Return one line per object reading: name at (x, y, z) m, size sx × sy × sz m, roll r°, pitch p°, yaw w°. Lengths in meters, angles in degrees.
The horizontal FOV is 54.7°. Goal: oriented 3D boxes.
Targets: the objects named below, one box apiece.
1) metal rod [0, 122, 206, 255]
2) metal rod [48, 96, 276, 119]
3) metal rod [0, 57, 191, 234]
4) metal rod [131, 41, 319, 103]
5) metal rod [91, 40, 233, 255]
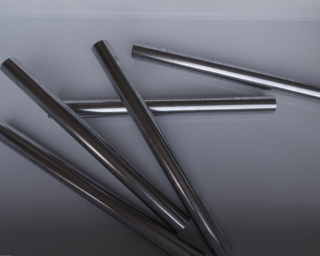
metal rod at (-0.082, 0.079, 0.380) m, size 0.301 × 0.025 × 0.025 m, roll 31°, pitch 73°, yaw 10°
metal rod at (0.003, -0.028, 0.419) m, size 0.302 × 0.025 × 0.025 m, roll -1°, pitch 70°, yaw -1°
metal rod at (-0.084, 0.017, 0.384) m, size 0.300 × 0.025 × 0.025 m, roll 41°, pitch 75°, yaw 6°
metal rod at (0.108, -0.076, 0.437) m, size 0.301 × 0.025 × 0.025 m, roll 14°, pitch 71°, yaw 5°
metal rod at (-0.003, 0.018, 0.383) m, size 0.025 × 0.025 × 0.299 m, roll -29°, pitch 80°, yaw -10°
